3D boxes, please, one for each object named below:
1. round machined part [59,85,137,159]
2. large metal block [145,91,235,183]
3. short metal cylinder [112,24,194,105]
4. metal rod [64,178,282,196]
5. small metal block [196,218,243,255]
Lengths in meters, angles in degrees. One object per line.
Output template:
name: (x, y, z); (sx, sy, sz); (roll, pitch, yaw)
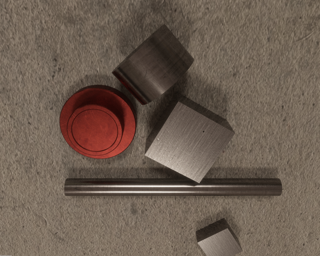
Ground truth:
round machined part: (-0.080, -0.004, 0.398); (0.099, 0.042, 0.097); (0, 110, -1)
large metal block: (0.036, 0.011, 0.401); (0.080, 0.050, 0.080); (29, 107, -11)
short metal cylinder: (-0.008, -0.072, 0.354); (0.080, 0.080, 0.050); (-39, 106, 13)
metal rod: (0.019, 0.084, 0.441); (0.302, 0.025, 0.025); (0, 110, -1)
small metal block: (0.090, 0.174, 0.475); (0.050, 0.025, 0.050); (-30, 108, 10)
